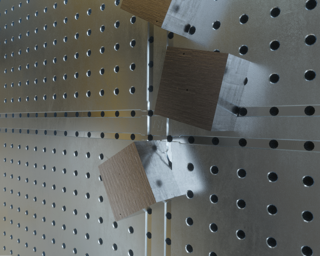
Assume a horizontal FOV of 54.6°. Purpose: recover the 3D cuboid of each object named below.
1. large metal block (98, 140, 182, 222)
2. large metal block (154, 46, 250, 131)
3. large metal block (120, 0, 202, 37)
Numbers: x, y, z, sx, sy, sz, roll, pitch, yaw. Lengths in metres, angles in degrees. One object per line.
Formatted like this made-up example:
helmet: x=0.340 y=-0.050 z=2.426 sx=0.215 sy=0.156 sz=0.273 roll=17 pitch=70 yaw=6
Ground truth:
large metal block: x=-0.029 y=0.071 z=0.419 sx=0.080 sy=0.050 sz=0.080 roll=-34 pitch=69 yaw=35
large metal block: x=0.046 y=-0.045 z=0.356 sx=0.080 sy=0.050 sz=0.080 roll=19 pitch=102 yaw=38
large metal block: x=0.006 y=-0.171 z=0.389 sx=0.080 sy=0.050 sz=0.080 roll=37 pitch=113 yaw=34
